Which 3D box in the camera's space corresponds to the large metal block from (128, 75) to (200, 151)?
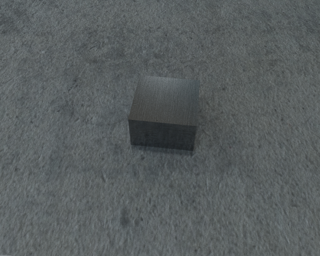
[{"bbox_3d":[0.008,-0.021,0.404,0.080,0.050,0.080,6,50,4],"label":"large metal block"}]
